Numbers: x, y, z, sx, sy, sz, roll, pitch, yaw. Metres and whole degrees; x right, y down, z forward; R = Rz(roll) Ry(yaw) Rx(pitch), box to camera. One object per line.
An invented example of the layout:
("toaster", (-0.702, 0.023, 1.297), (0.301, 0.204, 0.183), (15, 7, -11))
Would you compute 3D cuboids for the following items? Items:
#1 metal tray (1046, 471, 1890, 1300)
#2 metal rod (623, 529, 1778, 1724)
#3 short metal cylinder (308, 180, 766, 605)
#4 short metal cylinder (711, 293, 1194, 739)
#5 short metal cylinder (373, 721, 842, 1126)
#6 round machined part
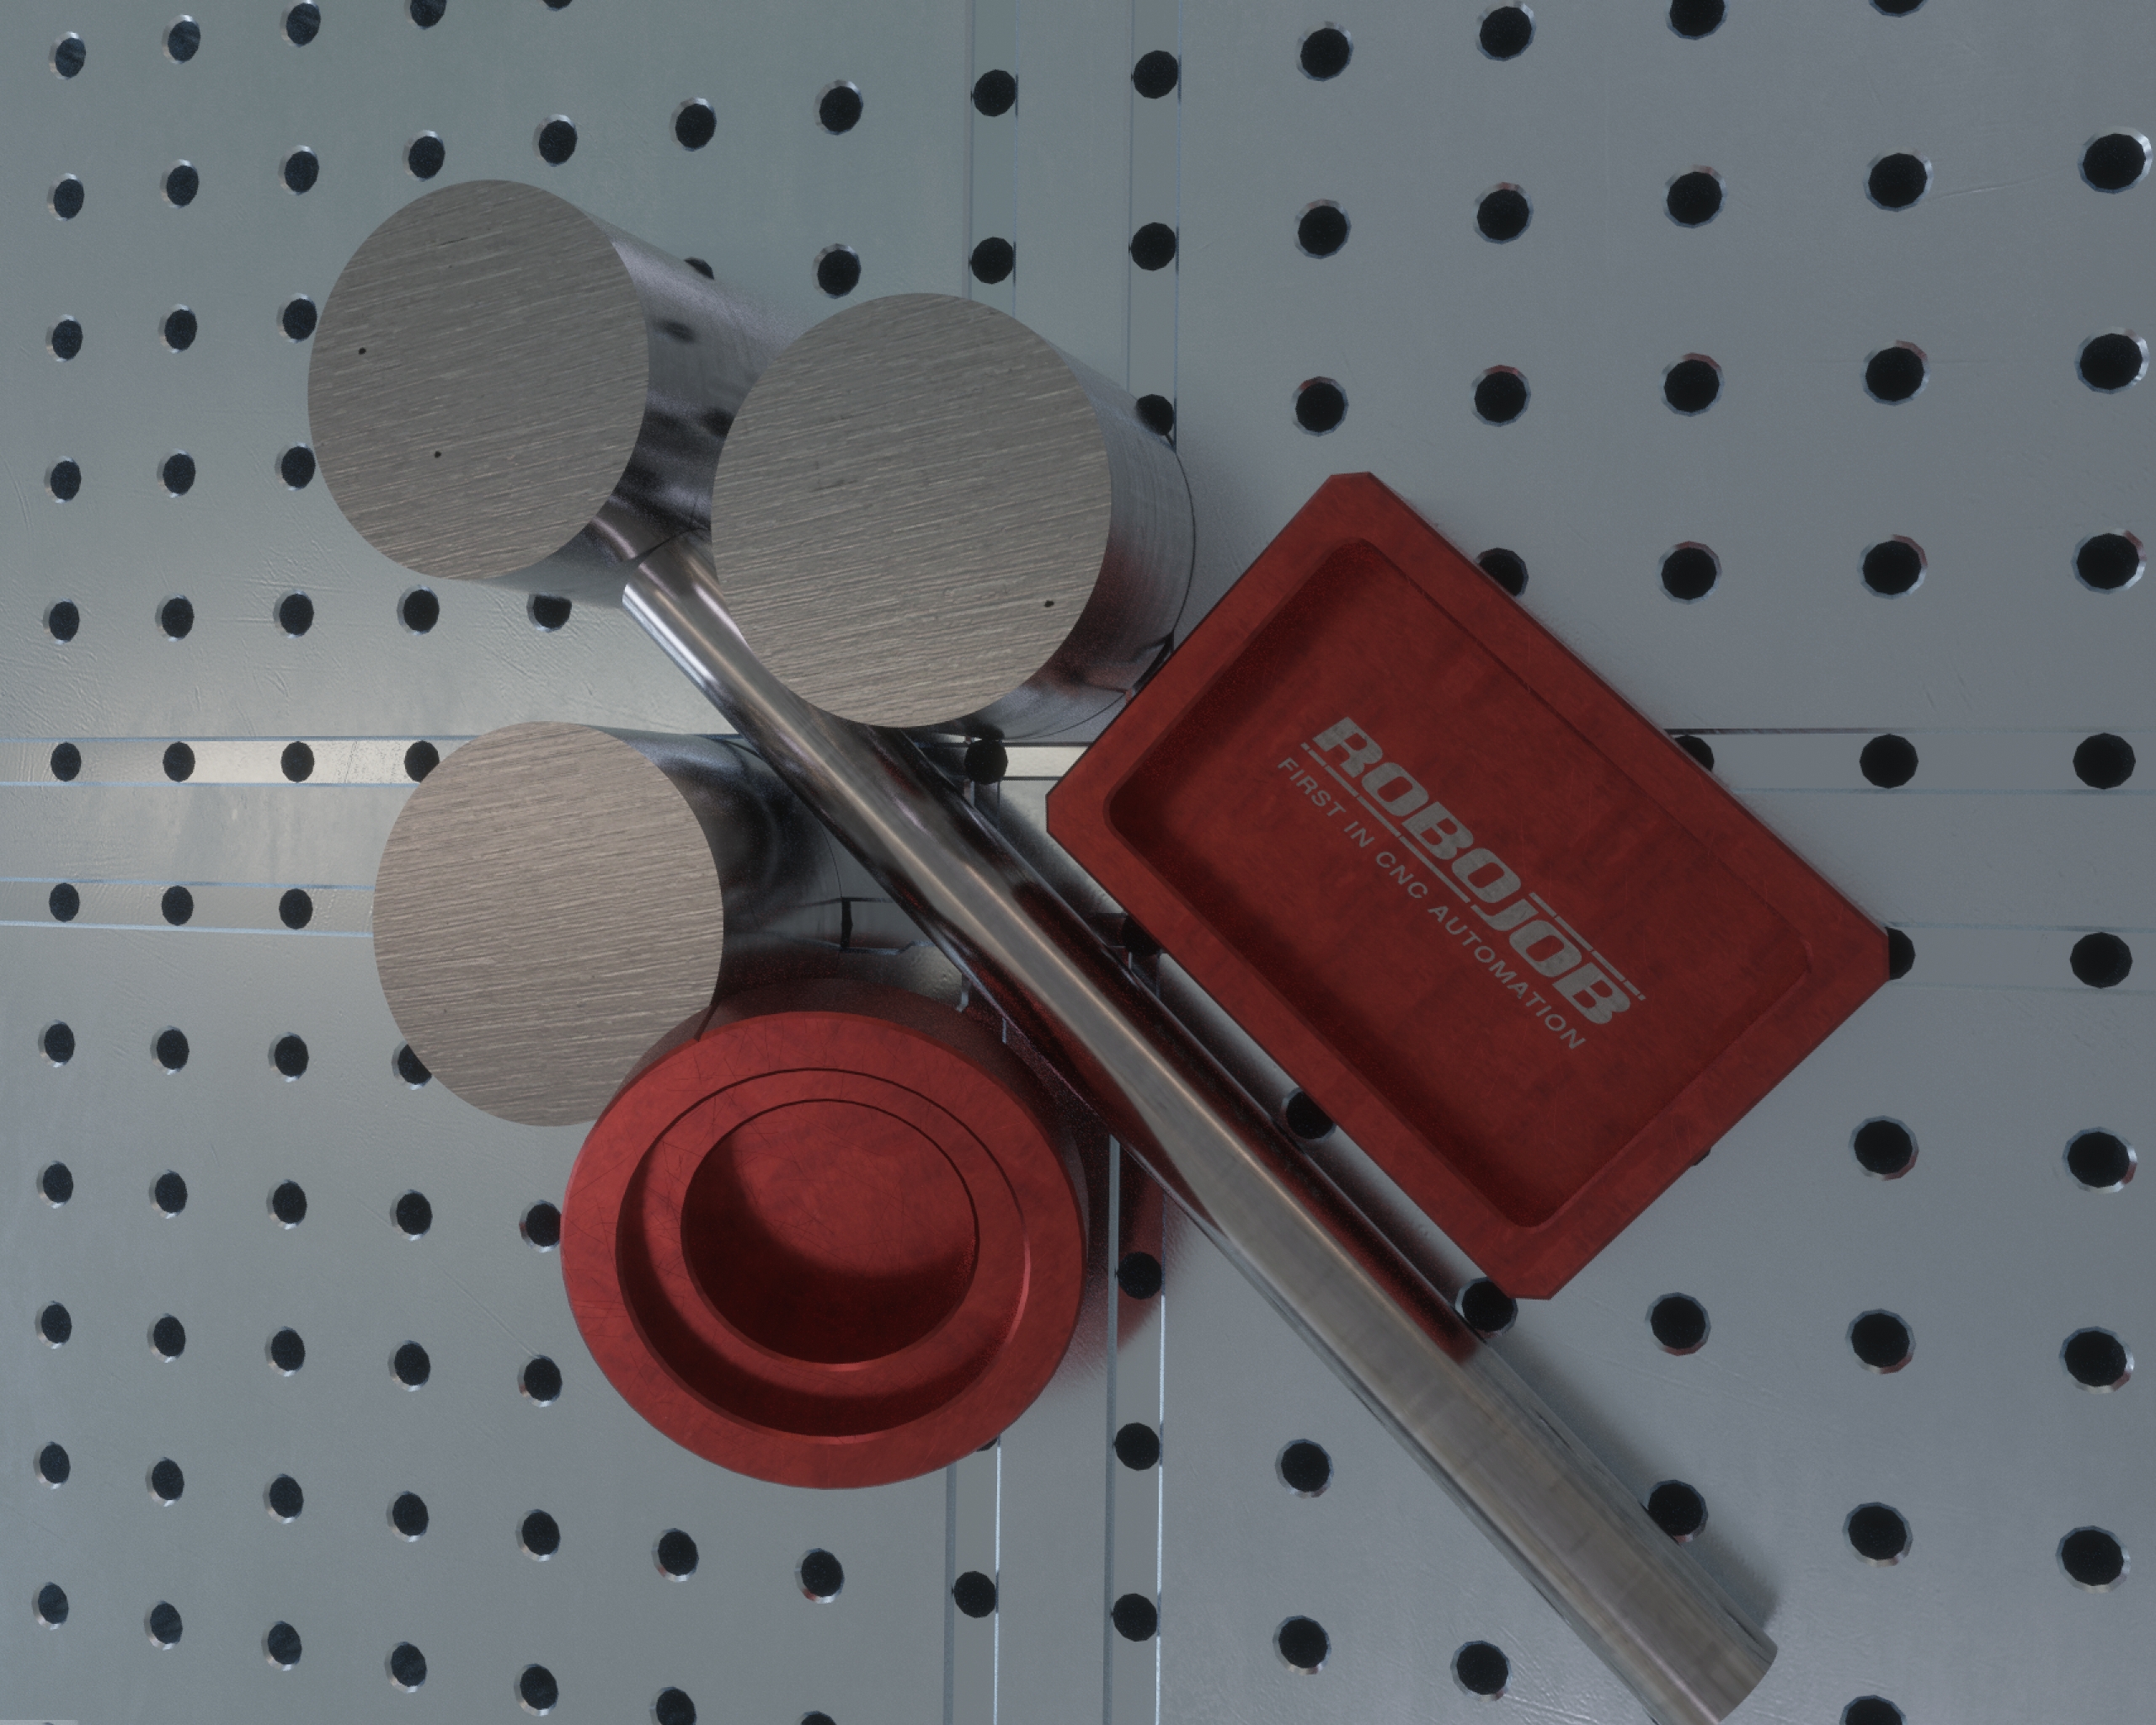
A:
("metal tray", (0.069, 0.003, 0.384), (0.130, 0.030, 0.090), (45, 104, 14))
("metal rod", (0.014, 0.043, 0.408), (0.300, 0.025, 0.025), (46, 104, 14))
("short metal cylinder", (-0.112, -0.096, 0.439), (0.080, 0.050, 0.080), (0, 90, 20))
("short metal cylinder", (-0.023, -0.065, 0.407), (0.080, 0.050, 0.080), (0, 90, 20))
("short metal cylinder", (-0.097, 0.012, 0.433), (0.080, 0.050, 0.080), (0, 90, 20))
("round machined part", (-0.047, 0.068, 0.409), (0.099, 0.042, 0.097), (0, 105, 1))
